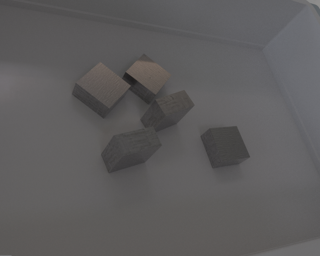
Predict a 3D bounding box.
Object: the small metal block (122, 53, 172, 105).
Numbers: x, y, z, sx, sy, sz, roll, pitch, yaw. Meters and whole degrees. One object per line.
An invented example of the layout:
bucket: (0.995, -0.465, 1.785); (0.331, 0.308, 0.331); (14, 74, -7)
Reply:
small metal block: (-0.020, -0.070, 0.437); (0.050, 0.025, 0.050); (37, 51, -3)

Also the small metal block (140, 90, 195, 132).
small metal block: (0.009, -0.020, 0.407); (0.050, 0.050, 0.025); (-22, 74, -36)

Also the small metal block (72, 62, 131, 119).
small metal block: (-0.074, -0.049, 0.395); (0.050, 0.025, 0.050); (38, 51, -3)

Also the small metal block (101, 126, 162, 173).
small metal block: (-0.034, 0.025, 0.356); (0.050, 0.050, 0.025); (-13, 69, -34)

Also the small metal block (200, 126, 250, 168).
small metal block: (0.092, 0.026, 0.439); (0.050, 0.025, 0.050); (-4, 64, -30)
